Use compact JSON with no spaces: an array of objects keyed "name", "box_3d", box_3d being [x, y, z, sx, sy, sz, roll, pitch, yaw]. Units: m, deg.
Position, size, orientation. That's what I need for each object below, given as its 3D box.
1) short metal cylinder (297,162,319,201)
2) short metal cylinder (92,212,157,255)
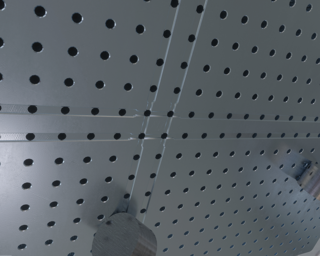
[{"name":"short metal cylinder","box_3d":[0.327,0.112,0.623,0.081,0.080,0.050,18,109,-35]},{"name":"short metal cylinder","box_3d":[-0.052,0.172,0.454,0.080,0.080,0.050,-39,129,-2]}]
